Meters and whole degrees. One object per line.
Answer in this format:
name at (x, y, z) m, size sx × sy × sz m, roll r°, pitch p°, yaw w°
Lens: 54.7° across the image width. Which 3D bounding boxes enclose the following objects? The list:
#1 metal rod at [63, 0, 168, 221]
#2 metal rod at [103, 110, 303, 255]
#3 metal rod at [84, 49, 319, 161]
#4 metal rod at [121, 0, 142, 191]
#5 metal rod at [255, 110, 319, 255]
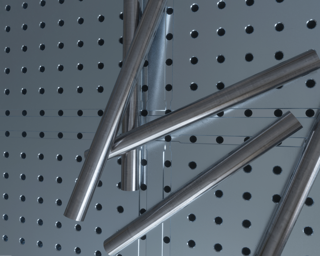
metal rod at (-0.052, -0.033, 0.389) m, size 0.025 × 0.025 × 0.299 m, roll 17°, pitch 80°, yaw 19°
metal rod at (0.043, 0.079, 0.396) m, size 0.300 × 0.025 × 0.025 m, roll -38°, pitch 78°, yaw 15°
metal rod at (0.042, -0.019, 0.380) m, size 0.301 × 0.025 × 0.025 m, roll -24°, pitch 82°, yaw 11°
metal rod at (-0.039, -0.065, 0.425) m, size 0.025 × 0.025 × 0.298 m, roll 1°, pitch 90°, yaw 19°
metal rod at (0.150, 0.093, 0.359) m, size 0.025 × 0.025 × 0.298 m, roll 23°, pitch 97°, yaw 18°
